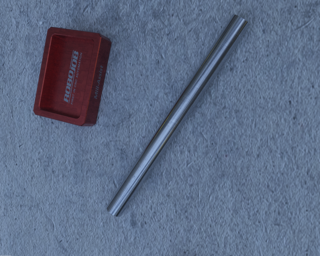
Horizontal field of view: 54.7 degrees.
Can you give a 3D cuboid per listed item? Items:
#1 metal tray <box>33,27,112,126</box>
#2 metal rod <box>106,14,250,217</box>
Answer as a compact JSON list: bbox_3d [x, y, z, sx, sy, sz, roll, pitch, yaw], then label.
[{"bbox_3d":[-0.128,-0.074,0.449,0.090,0.030,0.129,13,94,19],"label":"metal tray"},{"bbox_3d":[0.017,-0.008,0.402,0.025,0.025,0.299,37,101,16],"label":"metal rod"}]
